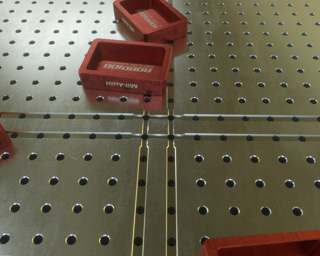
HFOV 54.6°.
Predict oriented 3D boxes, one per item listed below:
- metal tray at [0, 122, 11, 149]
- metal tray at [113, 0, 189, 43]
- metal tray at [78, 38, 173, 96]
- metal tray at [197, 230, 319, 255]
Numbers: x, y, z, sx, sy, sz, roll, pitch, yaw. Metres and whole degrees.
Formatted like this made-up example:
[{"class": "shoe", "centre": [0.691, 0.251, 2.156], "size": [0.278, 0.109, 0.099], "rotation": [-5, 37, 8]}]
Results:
[{"class": "metal tray", "centre": [-0.269, -0.007, 0.409], "size": [0.091, 0.030, 0.130], "rotation": [-31, 57, -24]}, {"class": "metal tray", "centre": [-0.019, -0.205, 0.576], "size": [0.091, 0.030, 0.130], "rotation": [-24, 54, -19]}, {"class": "metal tray", "centre": [-0.050, -0.098, 0.486], "size": [0.131, 0.030, 0.090], "rotation": [6, 50, 5]}, {"class": "metal tray", "centre": [0.105, 0.137, 0.260], "size": [0.131, 0.030, 0.090], "rotation": [2, 39, -17]}]
